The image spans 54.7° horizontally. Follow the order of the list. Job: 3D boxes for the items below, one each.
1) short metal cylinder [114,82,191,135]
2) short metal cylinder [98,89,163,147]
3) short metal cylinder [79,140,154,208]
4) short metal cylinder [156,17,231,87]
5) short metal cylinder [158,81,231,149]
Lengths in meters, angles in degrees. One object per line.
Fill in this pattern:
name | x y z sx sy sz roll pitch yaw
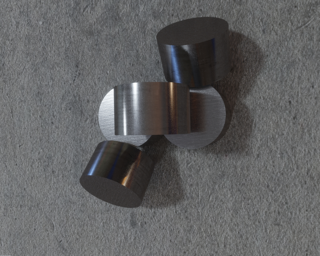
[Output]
short metal cylinder | -0.008 -0.018 0.330 0.080 0.080 0.050 -1 90 19
short metal cylinder | -0.032 -0.015 0.407 0.080 0.050 0.079 0 90 19
short metal cylinder | -0.053 0.060 0.391 0.080 0.080 0.050 8 54 19
short metal cylinder | 0.040 -0.089 0.359 0.080 0.080 0.050 1 129 19
short metal cylinder | 0.044 -0.015 0.380 0.080 0.050 0.079 0 90 19
